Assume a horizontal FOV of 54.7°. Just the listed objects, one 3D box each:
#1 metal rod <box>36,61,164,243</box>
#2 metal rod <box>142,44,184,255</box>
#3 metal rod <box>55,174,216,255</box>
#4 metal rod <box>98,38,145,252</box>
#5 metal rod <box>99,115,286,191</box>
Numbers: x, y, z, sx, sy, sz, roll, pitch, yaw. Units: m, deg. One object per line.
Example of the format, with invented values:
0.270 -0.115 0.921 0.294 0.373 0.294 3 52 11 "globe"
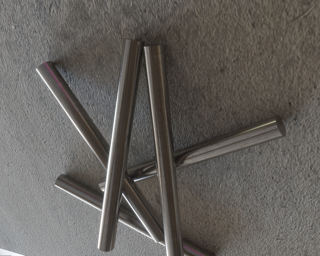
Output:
-0.081 0.036 0.447 0.025 0.025 0.299 -32 93 38 "metal rod"
0.007 0.046 0.400 0.025 0.025 0.298 3 110 26 "metal rod"
-0.048 0.156 0.528 0.301 0.025 0.025 25 127 13 "metal rod"
-0.055 0.036 0.409 0.025 0.025 0.298 17 110 18 "metal rod"
0.020 0.045 0.424 0.299 0.025 0.025 -23 106 36 "metal rod"
